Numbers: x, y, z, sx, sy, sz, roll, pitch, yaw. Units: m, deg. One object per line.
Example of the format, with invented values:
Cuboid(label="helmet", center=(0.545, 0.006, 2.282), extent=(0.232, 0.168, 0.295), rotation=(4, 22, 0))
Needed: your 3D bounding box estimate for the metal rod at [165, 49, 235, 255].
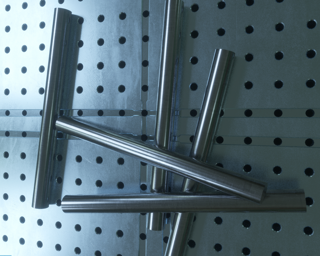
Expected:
Cuboid(label="metal rod", center=(0.047, 0.050, 0.395), extent=(0.025, 0.025, 0.298), rotation=(15, 95, 19))

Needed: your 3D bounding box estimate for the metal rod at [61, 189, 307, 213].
Cuboid(label="metal rod", center=(0.013, 0.091, 0.379), extent=(0.301, 0.025, 0.025), rotation=(-6, 88, 19))

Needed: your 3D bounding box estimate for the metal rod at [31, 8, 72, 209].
Cuboid(label="metal rod", center=(-0.164, -0.027, 0.468), extent=(0.025, 0.025, 0.298), rotation=(9, 93, 19))

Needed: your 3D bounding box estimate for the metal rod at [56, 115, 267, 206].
Cuboid(label="metal rod", center=(-0.019, 0.031, 0.392), extent=(0.300, 0.025, 0.025), rotation=(17, 96, 28))

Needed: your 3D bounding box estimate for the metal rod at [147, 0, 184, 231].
Cuboid(label="metal rod", center=(0.007, -0.016, 0.409), extent=(0.025, 0.025, 0.298), rotation=(5, 92, 19))
